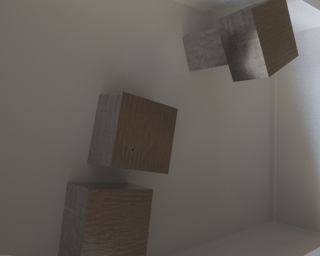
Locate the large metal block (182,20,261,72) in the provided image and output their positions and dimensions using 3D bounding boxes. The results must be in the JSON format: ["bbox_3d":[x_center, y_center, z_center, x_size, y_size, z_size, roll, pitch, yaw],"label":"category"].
[{"bbox_3d":[0.093,-0.119,0.448,0.081,0.080,0.050,-23,105,-38],"label":"large metal block"}]

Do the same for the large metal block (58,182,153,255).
[{"bbox_3d":[-0.059,0.104,0.341,0.081,0.050,0.080,10,84,-40],"label":"large metal block"}]

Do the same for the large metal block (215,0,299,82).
[{"bbox_3d":[0.124,-0.112,0.390,0.081,0.050,0.080,-33,111,-35],"label":"large metal block"}]

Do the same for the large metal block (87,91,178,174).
[{"bbox_3d":[-0.031,0.008,0.364,0.081,0.050,0.080,14,81,-39],"label":"large metal block"}]
